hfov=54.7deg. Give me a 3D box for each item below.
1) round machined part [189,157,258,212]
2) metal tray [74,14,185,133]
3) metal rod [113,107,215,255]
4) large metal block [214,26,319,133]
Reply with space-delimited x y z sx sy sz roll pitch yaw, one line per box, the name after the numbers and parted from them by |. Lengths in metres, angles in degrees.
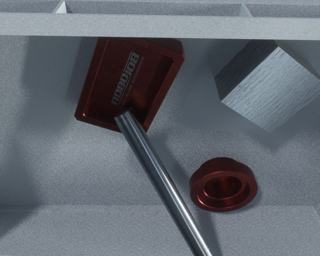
0.093 0.082 0.469 0.099 0.042 0.097 -1 130 0 | round machined part
-0.039 -0.052 0.360 0.091 0.030 0.129 17 128 -15 | metal tray
0.024 0.108 0.407 0.025 0.025 0.299 -23 106 18 | metal rod
0.122 -0.052 0.350 0.080 0.050 0.080 29 124 -23 | large metal block
